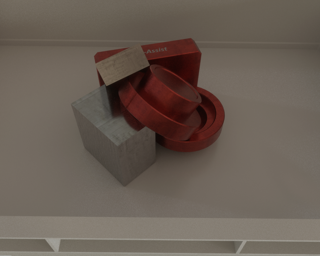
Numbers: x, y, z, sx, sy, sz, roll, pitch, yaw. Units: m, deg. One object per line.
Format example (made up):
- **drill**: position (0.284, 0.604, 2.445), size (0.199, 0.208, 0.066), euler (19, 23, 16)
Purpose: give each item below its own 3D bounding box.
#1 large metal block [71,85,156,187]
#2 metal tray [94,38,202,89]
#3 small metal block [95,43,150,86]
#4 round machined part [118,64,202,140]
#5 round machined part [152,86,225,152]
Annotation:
- **large metal block**: position (-0.051, 0.008, 0.361), size (0.050, 0.080, 0.080), euler (-37, 59, -27)
- **metal tray**: position (-0.015, -0.066, 0.415), size (0.131, 0.089, 0.030), euler (-12, 52, -10)
- **small metal block**: position (-0.043, -0.070, 0.341), size (0.050, 0.025, 0.050), euler (-27, 16, -6)
- **round machined part**: position (0.007, -0.034, 0.346), size (0.098, 0.042, 0.098), euler (30, 24, -15)
- **round machined part**: position (0.031, -0.008, 0.401), size (0.099, 0.042, 0.098), euler (0, 50, 0)
